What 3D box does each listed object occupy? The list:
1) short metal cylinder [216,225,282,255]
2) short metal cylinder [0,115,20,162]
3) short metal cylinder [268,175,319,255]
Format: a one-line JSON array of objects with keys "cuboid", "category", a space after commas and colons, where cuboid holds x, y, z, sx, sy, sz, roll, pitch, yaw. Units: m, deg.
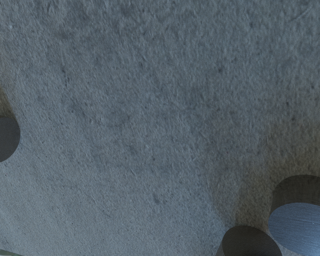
[{"cuboid": [0.118, 0.181, 0.421, 0.080, 0.080, 0.050, 21, 126, 15], "category": "short metal cylinder"}, {"cuboid": [-0.290, 0.015, 0.530, 0.050, 0.080, 0.079, 15, 124, 20], "category": "short metal cylinder"}, {"cuboid": [0.172, 0.102, 0.363, 0.080, 0.050, 0.079, 13, 124, 20], "category": "short metal cylinder"}]
